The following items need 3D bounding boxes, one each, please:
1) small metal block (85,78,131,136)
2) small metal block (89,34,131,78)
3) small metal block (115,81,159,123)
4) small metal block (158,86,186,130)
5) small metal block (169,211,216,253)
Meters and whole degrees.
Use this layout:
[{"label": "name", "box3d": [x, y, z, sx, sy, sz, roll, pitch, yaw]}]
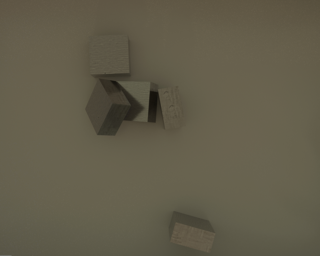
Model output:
[{"label": "small metal block", "box3d": [-0.067, -0.026, 0.388, 0.050, 0.025, 0.050, -58, 46, 30]}, {"label": "small metal block", "box3d": [-0.066, -0.095, 0.411, 0.050, 0.025, 0.050, -3, 90, -1]}, {"label": "small metal block", "box3d": [-0.032, -0.034, 0.402, 0.050, 0.025, 0.050, 4, 90, 22]}, {"label": "small metal block", "box3d": [0.014, -0.025, 0.399, 0.025, 0.050, 0.050, -11, 90, -1]}, {"label": "small metal block", "box3d": [0.040, 0.133, 0.400, 0.050, 0.050, 0.025, 16, 90, -1]}]
